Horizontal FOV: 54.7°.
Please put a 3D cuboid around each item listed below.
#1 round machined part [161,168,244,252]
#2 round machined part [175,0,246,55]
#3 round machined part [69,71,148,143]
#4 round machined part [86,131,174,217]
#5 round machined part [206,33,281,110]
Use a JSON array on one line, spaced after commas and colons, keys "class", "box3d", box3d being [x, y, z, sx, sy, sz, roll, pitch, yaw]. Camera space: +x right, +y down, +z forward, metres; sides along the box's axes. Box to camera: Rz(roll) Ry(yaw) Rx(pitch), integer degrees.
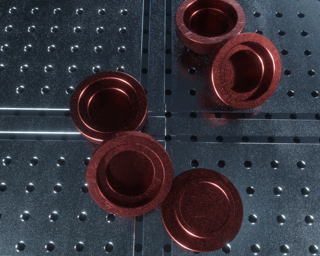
[{"class": "round machined part", "box3d": [0.051, 0.096, 0.368, 0.099, 0.042, 0.098, 0, 70, -1]}, {"class": "round machined part", "box3d": [0.071, -0.146, 0.453, 0.099, 0.042, 0.098, -1, 63, 3]}, {"class": "round machined part", "box3d": [-0.065, -0.023, 0.410, 0.099, 0.042, 0.098, 0, 70, 0]}, {"class": "round machined part", "box3d": [-0.036, 0.051, 0.369, 0.099, 0.042, 0.097, -1, 100, -7]}, {"class": "round machined part", "box3d": [0.108, -0.076, 0.416, 0.099, 0.042, 0.097, -3, 103, -13]}]
